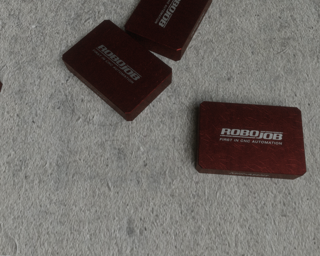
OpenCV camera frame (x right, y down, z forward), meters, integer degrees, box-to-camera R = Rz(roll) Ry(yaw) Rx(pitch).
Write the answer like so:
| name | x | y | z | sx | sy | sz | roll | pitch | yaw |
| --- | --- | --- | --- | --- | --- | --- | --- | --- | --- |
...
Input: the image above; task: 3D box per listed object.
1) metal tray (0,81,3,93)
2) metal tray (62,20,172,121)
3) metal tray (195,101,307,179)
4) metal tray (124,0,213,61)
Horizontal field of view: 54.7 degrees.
| name | x | y | z | sx | sy | sz | roll | pitch | yaw |
| --- | --- | --- | --- | --- | --- | --- | --- | --- | --- |
| metal tray | -0.293 | -0.036 | 0.416 | 0.131 | 0.030 | 0.090 | 5 | 70 | 1 |
| metal tray | -0.059 | -0.083 | 0.435 | 0.130 | 0.030 | 0.090 | 40 | 75 | 13 |
| metal tray | 0.114 | 0.016 | 0.400 | 0.131 | 0.030 | 0.090 | 4 | 70 | 1 |
| metal tray | 0.016 | -0.174 | 0.469 | 0.090 | 0.030 | 0.130 | 25 | 72 | 8 |
